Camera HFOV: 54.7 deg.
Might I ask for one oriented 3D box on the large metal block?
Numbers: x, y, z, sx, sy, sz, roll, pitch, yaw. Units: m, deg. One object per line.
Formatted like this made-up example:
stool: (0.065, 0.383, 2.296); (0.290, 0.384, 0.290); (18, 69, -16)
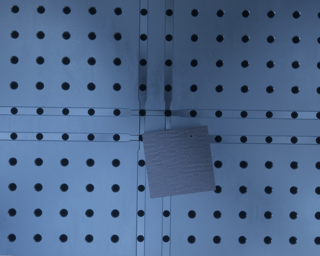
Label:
large metal block: (0.023, 0.041, 0.401); (0.081, 0.050, 0.080); (-8, 90, -1)
